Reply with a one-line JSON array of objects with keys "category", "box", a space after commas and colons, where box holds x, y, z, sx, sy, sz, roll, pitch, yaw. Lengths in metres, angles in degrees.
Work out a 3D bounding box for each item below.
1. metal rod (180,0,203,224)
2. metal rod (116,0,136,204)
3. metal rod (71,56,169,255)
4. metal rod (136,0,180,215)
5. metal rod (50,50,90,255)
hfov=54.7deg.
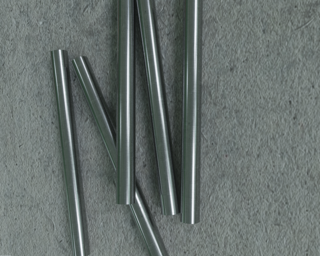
[{"category": "metal rod", "box": [0.040, -0.031, 0.394, 0.025, 0.025, 0.298, 1, 90, 19]}, {"category": "metal rod", "box": [-0.045, -0.053, 0.409, 0.025, 0.025, 0.298, -2, 84, 19]}, {"category": "metal rod", "box": [-0.058, 0.038, 0.428, 0.025, 0.025, 0.299, -26, 82, 18]}, {"category": "metal rod", "box": [-0.003, -0.038, 0.409, 0.025, 0.025, 0.298, -8, 87, 19]}, {"category": "metal rod", "box": [-0.132, 0.035, 0.453, 0.025, 0.025, 0.298, -8, 87, 19]}]
